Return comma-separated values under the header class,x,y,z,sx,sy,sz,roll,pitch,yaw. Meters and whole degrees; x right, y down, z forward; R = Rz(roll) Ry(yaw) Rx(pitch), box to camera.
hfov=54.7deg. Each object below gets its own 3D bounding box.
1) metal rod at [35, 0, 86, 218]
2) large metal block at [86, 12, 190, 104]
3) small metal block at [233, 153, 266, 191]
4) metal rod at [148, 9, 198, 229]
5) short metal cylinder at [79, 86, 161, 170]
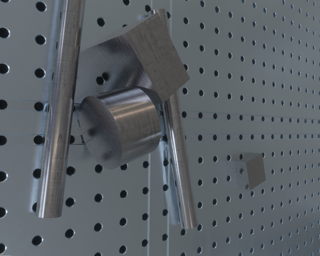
class,x,y,z,sx,sy,sz,roll,pitch,yaw
metal rod,-0.100,-0.060,0.325,0.025,0.025,0.298,9,85,-40
large metal block,-0.025,-0.073,0.352,0.050,0.080,0.080,-45,117,-31
small metal block,0.158,0.075,0.542,0.050,0.025,0.050,-18,102,-39
metal rod,0.019,-0.007,0.425,0.025,0.025,0.298,-15,100,-39
short metal cylinder,-0.045,-0.001,0.336,0.050,0.080,0.079,-21,104,-38
